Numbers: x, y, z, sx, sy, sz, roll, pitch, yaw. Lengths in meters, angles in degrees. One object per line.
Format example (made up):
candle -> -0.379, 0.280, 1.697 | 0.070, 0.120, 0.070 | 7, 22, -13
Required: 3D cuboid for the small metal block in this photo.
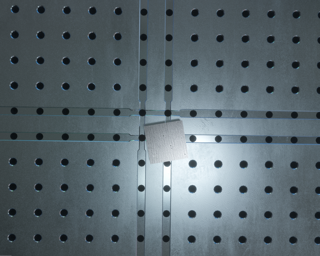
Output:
small metal block -> 0.008, 0.018, 0.414 | 0.050, 0.025, 0.050 | -9, 90, -1
